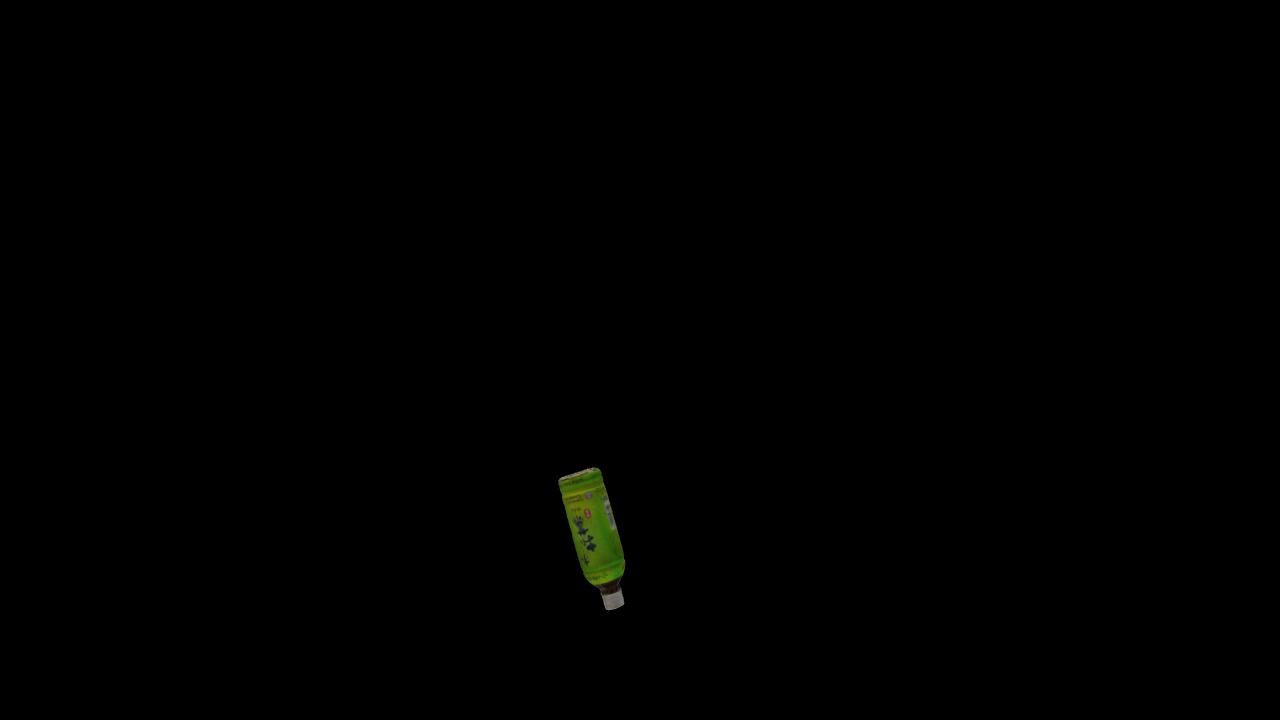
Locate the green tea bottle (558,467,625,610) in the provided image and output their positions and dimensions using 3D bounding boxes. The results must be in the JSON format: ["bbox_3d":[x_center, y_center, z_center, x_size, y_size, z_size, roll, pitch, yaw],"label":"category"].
[{"bbox_3d":[-0.066,0.276,0.951,0.073,0.212,0.073,-18,-7,-2],"label":"green tea bottle"}]
